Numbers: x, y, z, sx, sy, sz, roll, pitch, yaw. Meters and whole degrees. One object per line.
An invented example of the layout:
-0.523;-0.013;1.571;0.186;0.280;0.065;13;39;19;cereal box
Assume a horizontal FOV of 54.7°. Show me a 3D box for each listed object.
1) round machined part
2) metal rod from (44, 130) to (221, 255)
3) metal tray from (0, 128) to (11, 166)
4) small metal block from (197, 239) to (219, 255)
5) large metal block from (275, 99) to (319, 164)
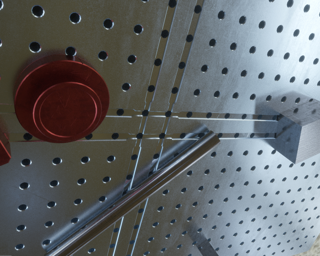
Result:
-0.101;-0.025;0.331;0.099;0.042;0.097;-14;125;-21;round machined part
-0.037;0.102;0.455;0.301;0.025;0.025;-36;130;-5;metal rod
-0.213;-0.006;0.288;0.091;0.030;0.129;-24;127;-15;metal tray
0.104;0.257;0.614;0.025;0.050;0.050;-37;130;-4;small metal block
0.253;0.005;0.540;0.081;0.050;0.079;-20;126;-17;large metal block
